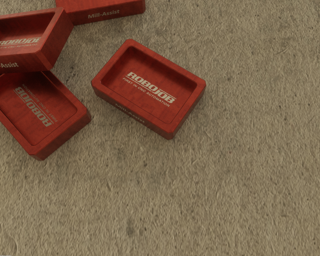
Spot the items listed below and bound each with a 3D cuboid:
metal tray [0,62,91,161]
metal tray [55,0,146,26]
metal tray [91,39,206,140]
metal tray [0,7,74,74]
[{"bbox_3d":[-0.168,-0.032,0.415,0.090,0.030,0.130,-42,76,-14],"label":"metal tray"},{"bbox_3d":[-0.095,-0.213,0.483,0.131,0.030,0.090,-12,71,-5],"label":"metal tray"},{"bbox_3d":[-0.015,-0.055,0.425,0.130,0.030,0.090,32,73,11],"label":"metal tray"},{"bbox_3d":[-0.192,-0.116,0.416,0.130,0.030,0.090,0,55,18],"label":"metal tray"}]
